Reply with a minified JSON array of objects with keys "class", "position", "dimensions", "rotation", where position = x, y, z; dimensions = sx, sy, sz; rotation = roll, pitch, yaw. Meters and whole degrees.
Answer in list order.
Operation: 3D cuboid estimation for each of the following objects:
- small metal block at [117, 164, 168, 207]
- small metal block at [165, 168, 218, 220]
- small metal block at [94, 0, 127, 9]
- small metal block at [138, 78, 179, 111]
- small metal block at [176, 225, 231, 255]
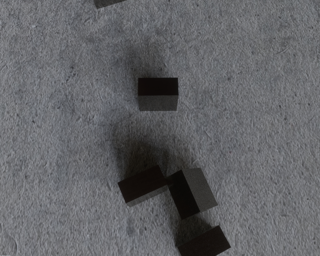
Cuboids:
[{"class":"small metal block","position":[-0.020,0.070,0.369],"dimensions":[0.050,0.050,0.025],"rotation":[-23,72,-8]},{"class":"small metal block","position":[0.038,0.076,0.365],"dimensions":[0.025,0.050,0.050],"rotation":[-33,70,26]},{"class":"small metal block","position":[-0.085,-0.222,0.489],"dimensions":[0.050,0.025,0.050],"rotation":[-20,71,-7]},{"class":"small metal block","position":[-0.002,-0.044,0.411],"dimensions":[0.050,0.050,0.025],"rotation":[-1,70,0]},{"class":"small metal block","position":[0.046,0.133,0.346],"dimensions":[0.050,0.050,0.025],"rotation":[-25,72,-9]}]
